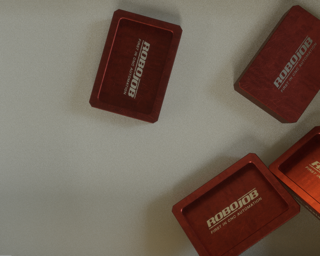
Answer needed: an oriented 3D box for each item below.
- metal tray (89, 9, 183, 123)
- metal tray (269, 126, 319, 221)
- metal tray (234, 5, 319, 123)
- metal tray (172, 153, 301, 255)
[{"bbox_3d":[-0.031,-0.079,0.408,0.090,0.030,0.129,15,90,0],"label":"metal tray"},{"bbox_3d":[0.207,0.063,0.365,0.090,0.130,0.030,-40,130,0],"label":"metal tray"},{"bbox_3d":[0.172,-0.082,0.410,0.090,0.030,0.130,35,90,0],"label":"metal tray"},{"bbox_3d":[0.093,0.104,0.389,0.130,0.030,0.090,-35,63,-1],"label":"metal tray"}]
